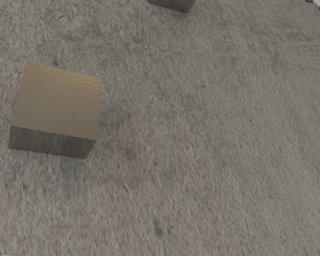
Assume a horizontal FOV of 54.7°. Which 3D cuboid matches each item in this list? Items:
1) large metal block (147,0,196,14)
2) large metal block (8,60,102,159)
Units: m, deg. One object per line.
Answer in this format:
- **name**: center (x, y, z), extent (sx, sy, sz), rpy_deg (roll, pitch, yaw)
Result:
- **large metal block**: center (0.028, -0.257, 0.543), extent (0.081, 0.080, 0.050), rpy_deg (6, 59, -26)
- **large metal block**: center (-0.113, -0.017, 0.339), extent (0.081, 0.050, 0.080), rpy_deg (12, 57, -22)
